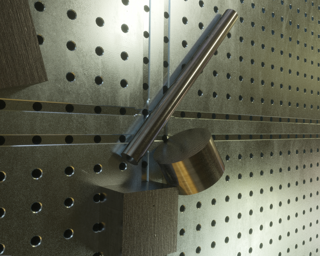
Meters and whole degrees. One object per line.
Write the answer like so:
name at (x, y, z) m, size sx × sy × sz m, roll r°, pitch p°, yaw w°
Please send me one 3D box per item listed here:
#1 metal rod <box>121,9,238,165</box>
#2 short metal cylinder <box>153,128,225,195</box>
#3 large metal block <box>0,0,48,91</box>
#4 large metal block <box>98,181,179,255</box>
metal rod at (0.040, -0.073, 0.444) m, size 0.025 × 0.025 × 0.301 m, roll 50°, pitch 60°, yaw -29°
short metal cylinder at (0.038, 0.042, 0.408) m, size 0.080 × 0.080 × 0.050 m, roll -41°, pitch 115°, yaw -33°
large metal block at (-0.154, -0.071, 0.265) m, size 0.081 × 0.050 × 0.079 m, roll -19°, pitch 102°, yaw -39°
large metal block at (-0.025, 0.111, 0.374) m, size 0.081 × 0.050 × 0.079 m, roll 3°, pitch 88°, yaw -40°
